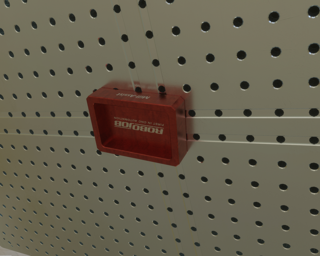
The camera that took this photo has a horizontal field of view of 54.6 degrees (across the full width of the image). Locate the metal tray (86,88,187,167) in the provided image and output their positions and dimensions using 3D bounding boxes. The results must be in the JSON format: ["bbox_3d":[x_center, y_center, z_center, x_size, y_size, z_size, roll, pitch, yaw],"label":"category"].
[{"bbox_3d":[-0.031,-0.003,0.423,0.130,0.030,0.089,9,122,23],"label":"metal tray"}]
